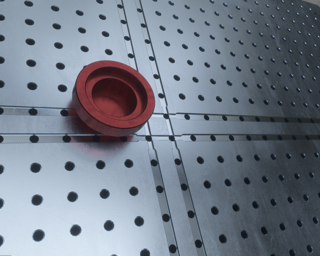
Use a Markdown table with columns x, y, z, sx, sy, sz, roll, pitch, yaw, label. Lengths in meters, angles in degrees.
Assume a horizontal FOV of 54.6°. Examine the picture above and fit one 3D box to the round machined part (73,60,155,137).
| x | y | z | sx | sy | sz | roll | pitch | yaw | label |
| --- | --- | --- | --- | --- | --- | --- | --- | --- | --- |
| -0.059 | -0.032 | 0.385 | 0.099 | 0.042 | 0.098 | 13 | 56 | -21 | round machined part |
